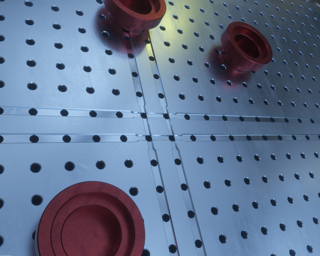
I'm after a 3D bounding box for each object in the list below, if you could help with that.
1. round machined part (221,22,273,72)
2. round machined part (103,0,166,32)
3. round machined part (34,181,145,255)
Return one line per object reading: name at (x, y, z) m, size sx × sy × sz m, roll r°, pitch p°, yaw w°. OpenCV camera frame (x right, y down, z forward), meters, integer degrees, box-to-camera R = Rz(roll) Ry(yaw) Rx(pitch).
round machined part at (0.152, -0.142, 0.565) m, size 0.099 × 0.042 × 0.098 m, roll 13°, pitch 56°, yaw -21°
round machined part at (-0.043, -0.192, 0.491) m, size 0.099 × 0.042 × 0.098 m, roll 13°, pitch 56°, yaw -21°
round machined part at (-0.068, 0.104, 0.297) m, size 0.099 × 0.042 × 0.098 m, roll 13°, pitch 56°, yaw -21°
